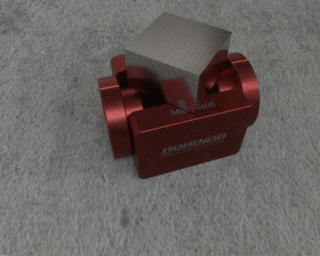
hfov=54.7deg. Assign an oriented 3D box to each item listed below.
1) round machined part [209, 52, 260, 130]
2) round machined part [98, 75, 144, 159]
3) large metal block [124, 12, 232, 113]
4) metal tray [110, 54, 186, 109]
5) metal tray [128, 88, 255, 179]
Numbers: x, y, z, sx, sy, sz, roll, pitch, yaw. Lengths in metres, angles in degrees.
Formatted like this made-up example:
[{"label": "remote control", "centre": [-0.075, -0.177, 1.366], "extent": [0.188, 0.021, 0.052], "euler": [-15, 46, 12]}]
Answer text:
[{"label": "round machined part", "centre": [0.083, -0.045, 0.395], "extent": [0.042, 0.097, 0.098], "euler": [-12, 51, -10]}, {"label": "round machined part", "centre": [-0.043, -0.015, 0.368], "extent": [0.042, 0.097, 0.098], "euler": [-12, 51, -10]}, {"label": "large metal block", "centre": [0.020, -0.072, 0.330], "extent": [0.080, 0.050, 0.080], "euler": [24, 54, 18]}, {"label": "metal tray", "centre": [0.005, -0.063, 0.417], "extent": [0.131, 0.089, 0.030], "euler": [-14, 52, -12]}, {"label": "metal tray", "centre": [0.034, 0.008, 0.354], "extent": [0.131, 0.089, 0.030], "euler": [-14, 52, -12]}]
